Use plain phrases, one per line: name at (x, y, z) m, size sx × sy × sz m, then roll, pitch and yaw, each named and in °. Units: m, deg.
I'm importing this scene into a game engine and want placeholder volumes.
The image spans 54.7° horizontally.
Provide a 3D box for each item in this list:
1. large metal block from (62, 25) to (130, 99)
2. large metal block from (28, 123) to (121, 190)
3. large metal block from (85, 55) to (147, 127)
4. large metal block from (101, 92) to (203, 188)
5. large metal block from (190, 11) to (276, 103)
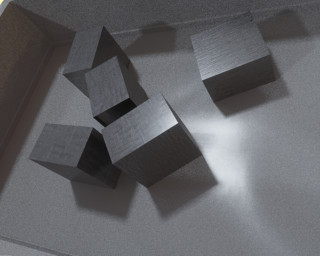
large metal block at (-0.094, -0.094, 0.476) m, size 0.050 × 0.080 × 0.080 m, roll -7°, pitch 59°, yaw 25°
large metal block at (-0.103, 0.037, 0.400) m, size 0.080 × 0.080 × 0.050 m, roll 4°, pitch 64°, yaw 30°
large metal block at (-0.052, -0.035, 0.418) m, size 0.050 × 0.080 × 0.080 m, roll -28°, pitch 52°, yaw 11°
large metal block at (-0.008, 0.017, 0.363) m, size 0.080 × 0.080 × 0.050 m, roll -33°, pitch 52°, yaw 7°
large metal block at (0.092, -0.090, 0.396) m, size 0.080 × 0.050 × 0.080 m, roll -19°, pitch 54°, yaw 16°
